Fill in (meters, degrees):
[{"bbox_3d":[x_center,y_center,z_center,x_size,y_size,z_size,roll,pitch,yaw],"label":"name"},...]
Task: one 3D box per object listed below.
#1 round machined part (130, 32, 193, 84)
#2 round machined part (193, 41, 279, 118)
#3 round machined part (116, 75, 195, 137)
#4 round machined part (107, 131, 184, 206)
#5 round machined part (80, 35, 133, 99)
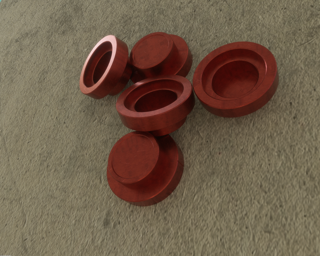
[{"bbox_3d":[-0.005,-0.103,0.458,0.098,0.042,0.098,-13,56,20],"label":"round machined part"},{"bbox_3d":[0.093,-0.054,0.378,0.098,0.042,0.098,-13,56,20],"label":"round machined part"},{"bbox_3d":[-0.003,-0.026,0.397,0.098,0.042,0.098,-12,35,9],"label":"round machined part"},{"bbox_3d":[-0.024,0.042,0.379,0.098,0.042,0.098,-13,56,20],"label":"round machined part"},{"bbox_3d":[-0.078,-0.088,0.474,0.098,0.042,0.098,-27,51,39],"label":"round machined part"}]
